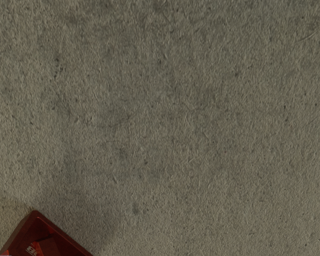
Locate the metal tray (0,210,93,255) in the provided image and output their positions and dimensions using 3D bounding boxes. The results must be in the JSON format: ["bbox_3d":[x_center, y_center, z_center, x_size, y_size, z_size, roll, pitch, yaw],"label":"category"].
[{"bbox_3d":[-0.156,0.191,0.443,0.030,0.090,0.130,-39,106,15],"label":"metal tray"}]

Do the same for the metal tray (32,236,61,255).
[{"bbox_3d":[-0.196,0.232,0.459,0.130,0.030,0.090,-37,71,18],"label":"metal tray"}]
